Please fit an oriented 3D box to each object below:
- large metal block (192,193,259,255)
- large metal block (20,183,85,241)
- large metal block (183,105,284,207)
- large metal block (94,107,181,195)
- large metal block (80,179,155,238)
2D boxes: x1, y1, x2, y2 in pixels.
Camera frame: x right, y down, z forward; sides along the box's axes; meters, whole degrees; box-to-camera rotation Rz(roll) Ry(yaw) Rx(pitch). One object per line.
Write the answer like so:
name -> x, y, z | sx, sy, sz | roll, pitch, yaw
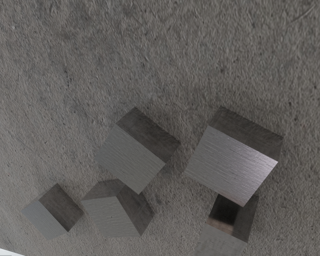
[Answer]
large metal block -> 0.086, 0.133, 0.408 | 0.050, 0.080, 0.079 | 23, 127, 14
large metal block -> -0.209, 0.164, 0.603 | 0.080, 0.050, 0.080 | -32, 101, 38
large metal block -> 0.085, 0.033, 0.366 | 0.080, 0.050, 0.079 | 29, 128, 10
large metal block -> -0.032, 0.032, 0.427 | 0.080, 0.050, 0.080 | 38, 129, 2
large metal block -> -0.069, 0.131, 0.508 | 0.080, 0.050, 0.080 | -15, 111, 34
